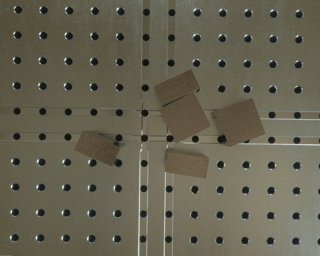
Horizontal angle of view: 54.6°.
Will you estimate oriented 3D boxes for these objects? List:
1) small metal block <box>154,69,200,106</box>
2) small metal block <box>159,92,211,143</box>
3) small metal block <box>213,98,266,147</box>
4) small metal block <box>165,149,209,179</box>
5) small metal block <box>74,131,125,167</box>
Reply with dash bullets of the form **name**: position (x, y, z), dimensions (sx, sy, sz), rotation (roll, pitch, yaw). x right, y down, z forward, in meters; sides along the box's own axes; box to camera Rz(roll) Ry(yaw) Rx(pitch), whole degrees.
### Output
- **small metal block**: position (0.021, -0.050, 0.401), dimensions (0.050, 0.050, 0.025), rotation (-25, 90, 0)
- **small metal block**: position (0.033, -0.013, 0.414), dimensions (0.050, 0.025, 0.050), rotation (-27, 90, 0)
- **small metal block**: position (0.105, -0.007, 0.414), dimensions (0.050, 0.025, 0.050), rotation (-20, 90, 0)
- **small metal block**: position (0.033, 0.045, 0.401), dimensions (0.050, 0.050, 0.025), rotation (9, 90, 0)
- **small metal block**: position (-0.076, 0.025, 0.400), dimensions (0.050, 0.050, 0.025), rotation (23, 90, 0)
